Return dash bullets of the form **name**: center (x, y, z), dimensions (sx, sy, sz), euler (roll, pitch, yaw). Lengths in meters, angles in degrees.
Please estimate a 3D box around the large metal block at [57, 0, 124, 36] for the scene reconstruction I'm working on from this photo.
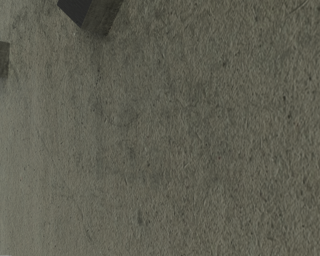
- **large metal block**: center (-0.105, -0.202, 0.475), dimensions (0.080, 0.050, 0.080), euler (46, 118, 30)

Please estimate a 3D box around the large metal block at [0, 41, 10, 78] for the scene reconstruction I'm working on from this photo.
- **large metal block**: center (-0.391, -0.158, 0.712), dimensions (0.080, 0.050, 0.079), euler (9, 96, 39)
